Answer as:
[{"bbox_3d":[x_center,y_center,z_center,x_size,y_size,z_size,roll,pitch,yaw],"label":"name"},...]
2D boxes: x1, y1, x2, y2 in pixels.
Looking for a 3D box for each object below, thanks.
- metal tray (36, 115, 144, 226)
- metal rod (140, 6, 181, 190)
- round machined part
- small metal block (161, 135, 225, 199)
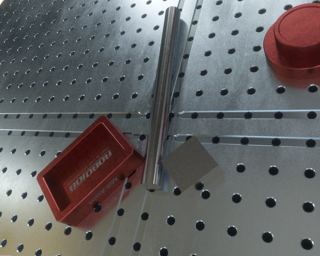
[{"bbox_3d":[-0.097,0.055,0.420,0.130,0.030,0.090,-43,51,-2],"label":"metal tray"},{"bbox_3d":[0.005,-0.061,0.441,0.025,0.025,0.299,-7,58,24],"label":"metal rod"},{"bbox_3d":[0.175,-0.110,0.373,0.098,0.042,0.098,-13,56,20],"label":"round machined part"},{"bbox_3d":[0.037,0.045,0.360,0.050,0.025,0.050,-38,51,2],"label":"small metal block"}]
